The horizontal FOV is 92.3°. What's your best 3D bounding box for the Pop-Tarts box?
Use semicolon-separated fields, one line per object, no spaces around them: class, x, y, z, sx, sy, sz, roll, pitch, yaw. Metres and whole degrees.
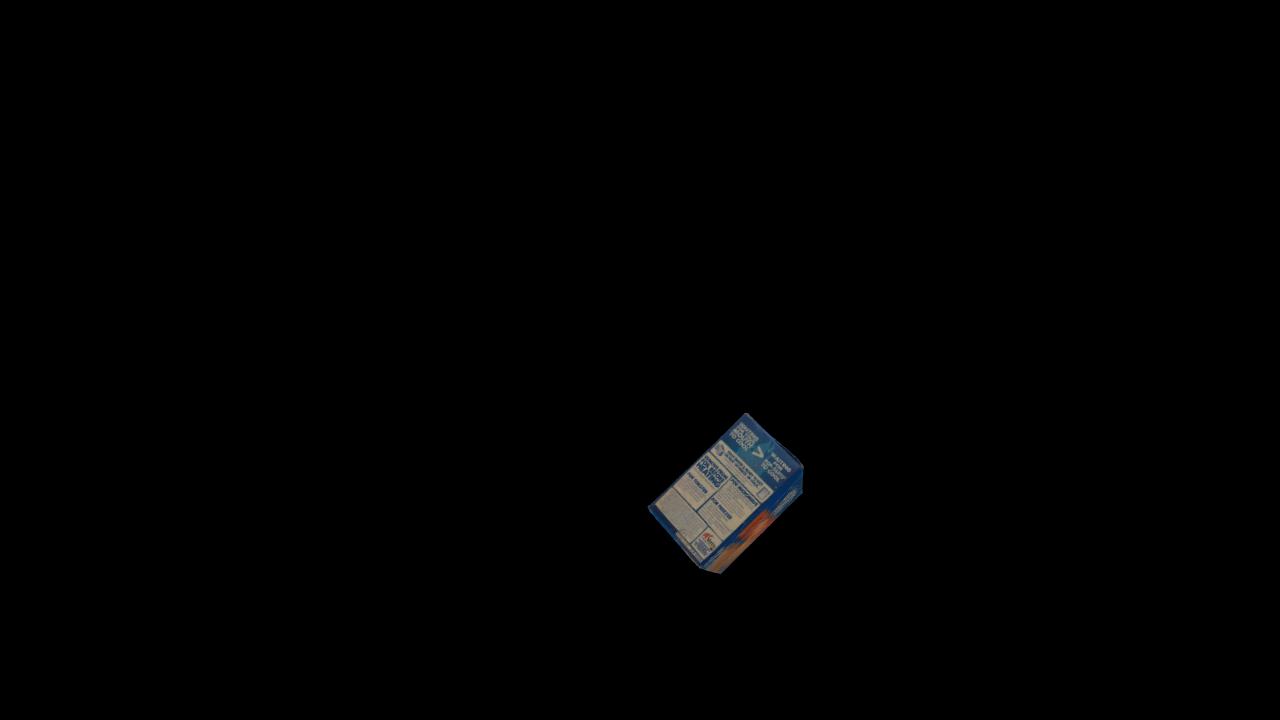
Pop-Tarts box;0.101;0.153;0.670;0.083;0.141;0.167;44;-5;24
